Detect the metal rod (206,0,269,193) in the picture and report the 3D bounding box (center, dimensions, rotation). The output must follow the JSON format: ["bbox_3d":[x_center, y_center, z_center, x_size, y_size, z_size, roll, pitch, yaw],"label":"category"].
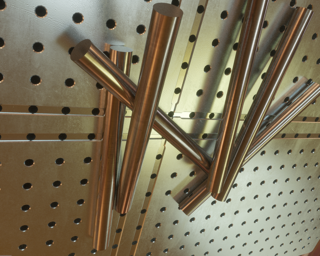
[{"bbox_3d":[0.103,-0.045,0.418,0.025,0.025,0.298,-3,114,-27],"label":"metal rod"}]

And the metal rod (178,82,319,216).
[{"bbox_3d":[0.149,0.035,0.513,0.300,0.025,0.025,-43,129,1],"label":"metal rod"}]

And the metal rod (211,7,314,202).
[{"bbox_3d":[0.144,-0.024,0.456,0.025,0.025,0.298,11,108,-33],"label":"metal rod"}]

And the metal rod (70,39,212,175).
[{"bbox_3d":[0.006,-0.002,0.390,0.025,0.025,0.301,-45,136,3],"label":"metal rod"}]

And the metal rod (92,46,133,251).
[{"bbox_3d":[-0.066,0.045,0.402,0.025,0.025,0.298,-4,120,-26],"label":"metal rod"}]

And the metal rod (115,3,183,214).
[{"bbox_3d":[-0.024,0.009,0.351,0.025,0.025,0.298,-8,138,-24],"label":"metal rod"}]
